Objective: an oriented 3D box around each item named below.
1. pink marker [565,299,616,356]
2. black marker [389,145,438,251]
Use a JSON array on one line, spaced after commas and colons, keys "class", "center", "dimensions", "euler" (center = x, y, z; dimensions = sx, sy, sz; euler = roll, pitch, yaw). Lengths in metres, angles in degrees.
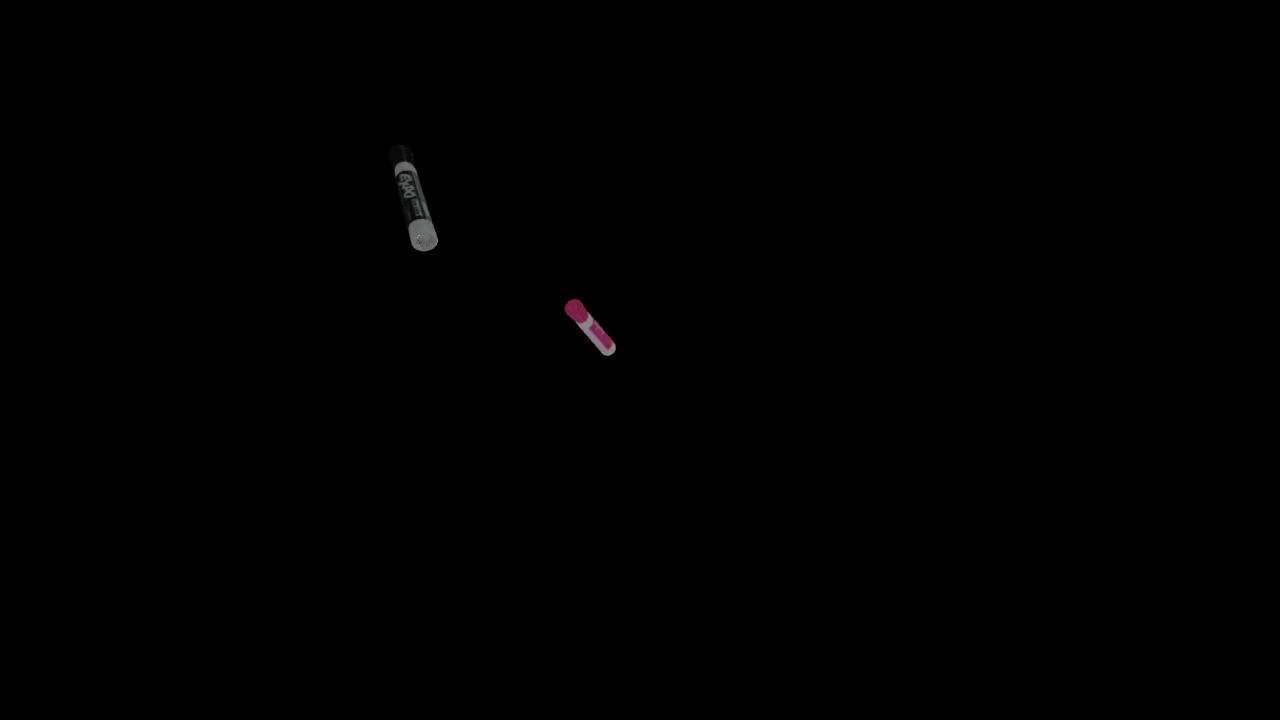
[{"class": "pink marker", "center": [-0.052, -0.034, 0.660], "dimensions": [0.020, 0.020, 0.121], "euler": [0, -20, 15]}, {"class": "black marker", "center": [-0.178, -0.130, 0.479], "dimensions": [0.020, 0.121, 0.020], "euler": [-18, -35, -13]}]
